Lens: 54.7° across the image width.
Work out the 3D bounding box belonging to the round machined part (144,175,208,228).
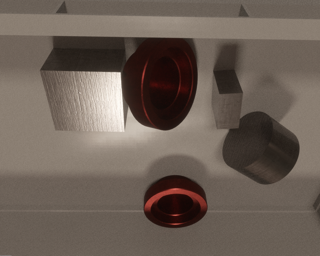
[{"bbox_3d":[0.024,0.113,0.493,0.099,0.042,0.097,-1,128,-1],"label":"round machined part"}]

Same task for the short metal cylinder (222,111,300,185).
[{"bbox_3d":[0.127,0.026,0.397,0.050,0.080,0.080,30,124,-24],"label":"short metal cylinder"}]

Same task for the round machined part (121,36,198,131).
[{"bbox_3d":[-0.003,-0.049,0.332,0.042,0.098,0.098,13,140,36],"label":"round machined part"}]

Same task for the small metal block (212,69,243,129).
[{"bbox_3d":[0.078,-0.034,0.365,0.025,0.050,0.050,-3,130,2],"label":"small metal block"}]

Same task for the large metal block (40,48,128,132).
[{"bbox_3d":[-0.080,-0.043,0.355,0.081,0.050,0.079,1,130,-1],"label":"large metal block"}]
